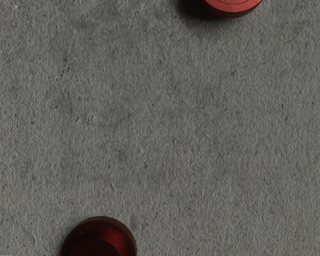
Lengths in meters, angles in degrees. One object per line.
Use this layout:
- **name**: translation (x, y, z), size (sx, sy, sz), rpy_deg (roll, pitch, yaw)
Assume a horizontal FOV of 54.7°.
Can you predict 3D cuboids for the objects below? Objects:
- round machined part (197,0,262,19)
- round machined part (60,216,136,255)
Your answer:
- **round machined part**: translation (0.090, -0.190, 0.402), size (0.099, 0.042, 0.097), rpy_deg (0, 90, 0)
- **round machined part**: translation (-0.080, 0.168, 0.401), size (0.099, 0.042, 0.097), rpy_deg (0, 90, 0)
